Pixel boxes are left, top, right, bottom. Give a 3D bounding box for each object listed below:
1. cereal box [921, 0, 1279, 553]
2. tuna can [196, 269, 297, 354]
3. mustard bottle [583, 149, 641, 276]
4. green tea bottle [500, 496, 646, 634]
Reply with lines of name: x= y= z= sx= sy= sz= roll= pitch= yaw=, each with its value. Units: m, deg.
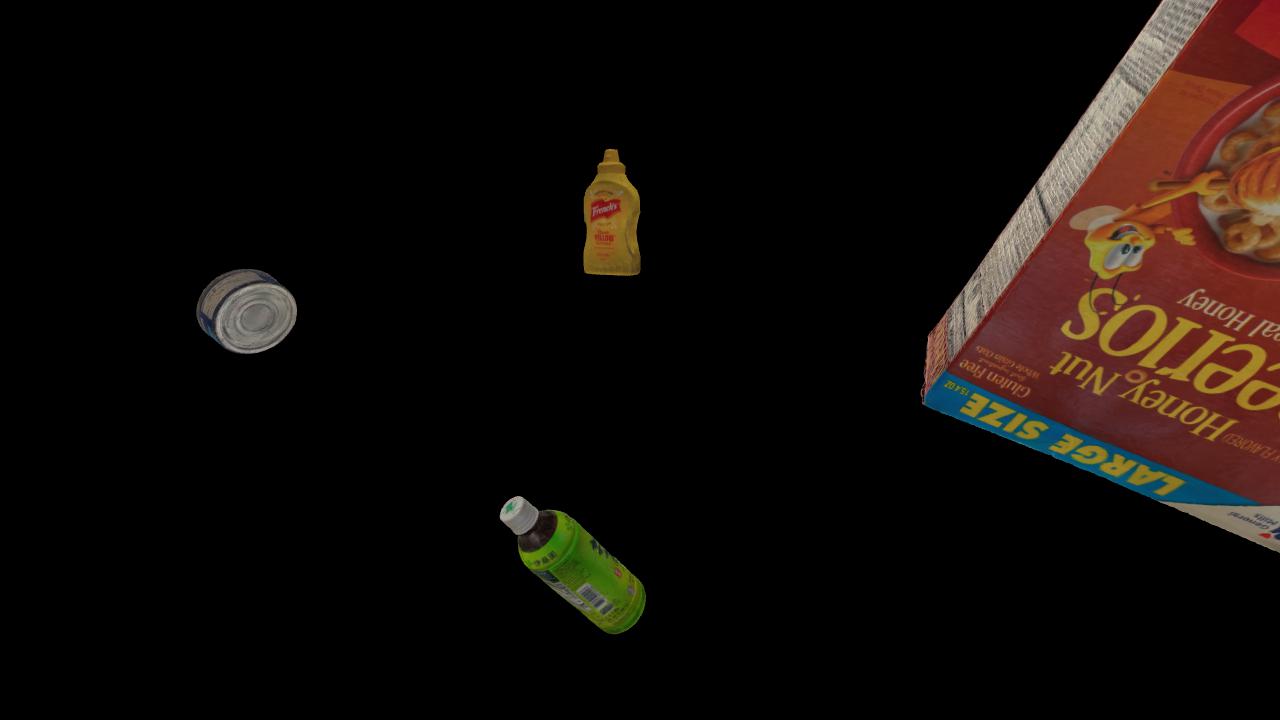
cereal box: x=0.294 y=-0.061 z=0.264 sx=0.203 sy=0.306 sz=0.081 roll=25 pitch=40 yaw=9
tuna can: x=-0.401 y=-0.049 z=0.632 sx=0.034 sy=0.084 sz=0.084 roll=30 pitch=13 yaw=24
mustard bottle: x=-0.043 y=-0.221 z=0.923 sx=0.092 sy=0.184 sz=0.054 roll=8 pitch=14 yaw=32
green tea bottle: x=-0.073 y=0.220 z=0.669 sx=0.073 sy=0.073 sz=0.212 roll=0 pitch=-42 yaw=43
